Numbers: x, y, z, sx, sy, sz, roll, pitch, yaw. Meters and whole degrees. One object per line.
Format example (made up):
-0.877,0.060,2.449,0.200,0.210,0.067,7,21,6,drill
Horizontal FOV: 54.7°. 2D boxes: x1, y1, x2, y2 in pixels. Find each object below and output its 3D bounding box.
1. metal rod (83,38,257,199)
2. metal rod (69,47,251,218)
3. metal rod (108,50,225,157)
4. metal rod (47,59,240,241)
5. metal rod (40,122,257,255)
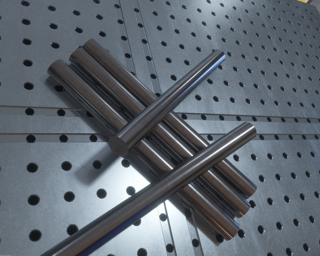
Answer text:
0.012,-0.012,0.424,0.300,0.025,0.025,42,51,0,metal rod
-0.001,0.005,0.405,0.300,0.025,0.025,43,51,1,metal rod
0.030,-0.053,0.432,0.025,0.025,0.302,44,43,1,metal rod
-0.021,0.026,0.382,0.300,0.025,0.025,43,51,1,metal rod
0.005,0.067,0.345,0.302,0.025,0.025,-29,78,-29,metal rod
